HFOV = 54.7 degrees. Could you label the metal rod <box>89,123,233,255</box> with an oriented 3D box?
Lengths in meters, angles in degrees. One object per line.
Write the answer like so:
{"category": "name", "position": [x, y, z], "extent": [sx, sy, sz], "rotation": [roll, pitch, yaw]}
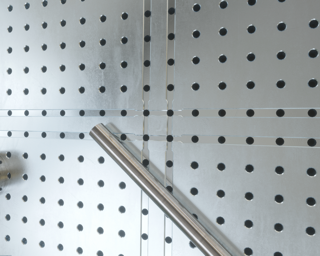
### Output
{"category": "metal rod", "position": [0.014, 0.102, 0.407], "extent": [0.300, 0.025, 0.025], "rotation": [44, 104, 14]}

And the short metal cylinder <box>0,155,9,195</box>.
{"category": "short metal cylinder", "position": [-0.298, 0.079, 0.504], "extent": [0.080, 0.050, 0.080], "rotation": [0, 90, 20]}
